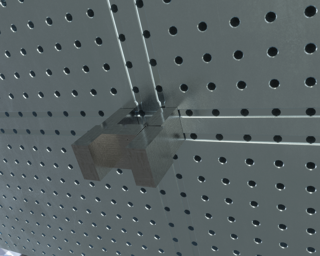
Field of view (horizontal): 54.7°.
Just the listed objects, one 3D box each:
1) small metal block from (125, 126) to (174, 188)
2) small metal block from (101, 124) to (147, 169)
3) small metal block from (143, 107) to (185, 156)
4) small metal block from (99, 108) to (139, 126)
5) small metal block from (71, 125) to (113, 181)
[{"bbox_3d":[-0.010,0.031,0.352,0.025,0.050,0.050,1,118,28],"label":"small metal block"},{"bbox_3d":[-0.038,0.023,0.380,0.050,0.025,0.050,1,119,27],"label":"small metal block"},{"bbox_3d":[0.006,0.007,0.394,0.025,0.050,0.050,-1,118,28],"label":"small metal block"},{"bbox_3d":[-0.052,0.007,0.424,0.025,0.050,0.050,1,119,27],"label":"small metal block"},{"bbox_3d":[-0.077,0.030,0.387,0.025,0.050,0.050,1,118,28],"label":"small metal block"}]
